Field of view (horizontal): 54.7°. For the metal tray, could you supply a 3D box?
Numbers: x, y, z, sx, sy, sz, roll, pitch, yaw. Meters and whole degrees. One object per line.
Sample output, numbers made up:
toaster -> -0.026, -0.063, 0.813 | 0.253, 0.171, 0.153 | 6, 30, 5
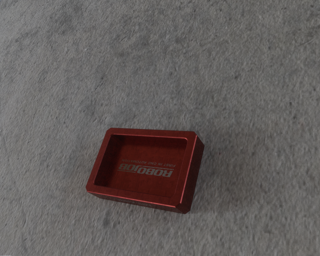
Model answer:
metal tray -> -0.019, 0.048, 0.379 | 0.130, 0.030, 0.090 | 2, 63, 29
